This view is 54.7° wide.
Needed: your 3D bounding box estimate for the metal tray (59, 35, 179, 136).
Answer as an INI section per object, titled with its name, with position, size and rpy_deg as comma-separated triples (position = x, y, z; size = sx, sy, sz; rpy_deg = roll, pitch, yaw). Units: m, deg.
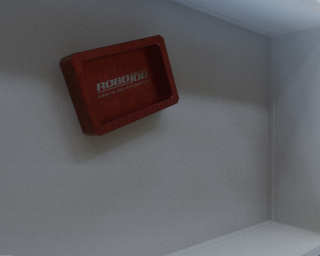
[metal tray]
position = -0.041, -0.054, 0.370
size = 0.131, 0.030, 0.089
rpy_deg = -25, 106, -37
